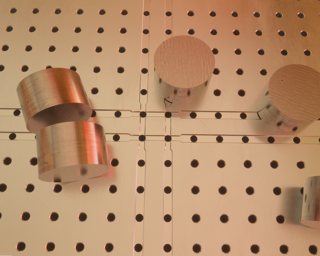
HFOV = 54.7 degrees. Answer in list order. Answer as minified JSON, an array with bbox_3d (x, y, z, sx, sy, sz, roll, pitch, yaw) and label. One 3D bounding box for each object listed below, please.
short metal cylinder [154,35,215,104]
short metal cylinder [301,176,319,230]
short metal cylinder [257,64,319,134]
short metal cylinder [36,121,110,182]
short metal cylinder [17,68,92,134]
[{"bbox_3d":[0.032,-0.079,0.428,0.081,0.050,0.080,0,70,0],"label":"short metal cylinder"},{"bbox_3d":[0.206,0.090,0.352,0.080,0.080,0.050,13,71,4],"label":"short metal cylinder"},{"bbox_3d":[0.177,-0.038,0.414,0.081,0.050,0.080,0,70,-1],"label":"short metal cylinder"},{"bbox_3d":[-0.104,0.031,0.370,0.081,0.080,0.050,-10,71,-4],"label":"short metal cylinder"},{"bbox_3d":[-0.133,-0.032,0.393,0.080,0.080,0.050,-21,72,-8],"label":"short metal cylinder"}]
